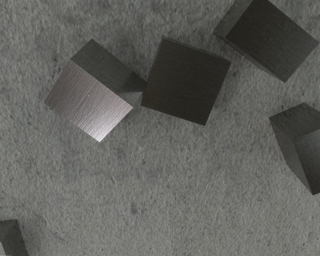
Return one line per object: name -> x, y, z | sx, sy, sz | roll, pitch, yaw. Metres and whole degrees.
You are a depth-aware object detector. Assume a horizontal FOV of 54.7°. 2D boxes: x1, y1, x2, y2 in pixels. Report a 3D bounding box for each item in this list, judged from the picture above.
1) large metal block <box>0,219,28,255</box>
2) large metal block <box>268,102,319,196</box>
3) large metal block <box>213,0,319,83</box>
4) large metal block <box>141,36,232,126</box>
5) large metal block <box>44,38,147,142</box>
large metal block -> -0.254, 0.189, 0.462 | 0.080, 0.050, 0.079 | -6, 110, 1
large metal block -> 0.188, 0.023, 0.392 | 0.050, 0.080, 0.080 | -25, 109, 8
large metal block -> 0.112, -0.101, 0.345 | 0.080, 0.080, 0.050 | 33, 107, -12
large metal block -> 0.028, -0.058, 0.375 | 0.080, 0.050, 0.079 | 17, 109, -7
large metal block -> -0.075, -0.042, 0.364 | 0.080, 0.050, 0.080 | 38, 132, -13
